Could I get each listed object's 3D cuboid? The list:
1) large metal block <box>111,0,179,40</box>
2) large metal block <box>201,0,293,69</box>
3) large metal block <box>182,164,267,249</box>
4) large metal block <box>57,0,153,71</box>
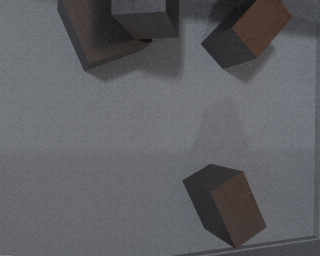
[{"bbox_3d":[-0.011,-0.142,0.316,0.050,0.080,0.080,1,90,12],"label":"large metal block"},{"bbox_3d":[0.115,-0.132,0.423,0.050,0.080,0.080,45,76,-15],"label":"large metal block"},{"bbox_3d":[0.083,0.099,0.412,0.050,0.080,0.080,-27,99,-18],"label":"large metal block"},{"bbox_3d":[-0.067,-0.123,0.372,0.081,0.050,0.080,-25,99,-18],"label":"large metal block"}]
